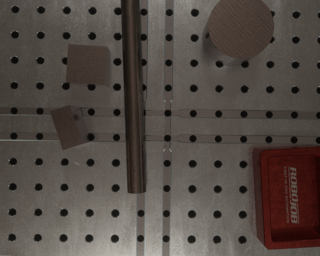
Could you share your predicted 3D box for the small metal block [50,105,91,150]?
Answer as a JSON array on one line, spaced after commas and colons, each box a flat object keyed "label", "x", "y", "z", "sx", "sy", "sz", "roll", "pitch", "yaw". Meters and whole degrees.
[{"label": "small metal block", "x": -0.114, "y": -0.001, "z": 0.399, "sx": 0.025, "sy": 0.050, "sz": 0.050, "roll": -18, "pitch": 90, "yaw": 0}]

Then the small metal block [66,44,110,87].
[{"label": "small metal block", "x": -0.095, "y": -0.082, "z": 0.412, "sx": 0.050, "sy": 0.025, "sz": 0.050, "roll": 3, "pitch": 90, "yaw": -1}]

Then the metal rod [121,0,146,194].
[{"label": "metal rod", "x": -0.036, "y": -0.064, "z": 0.412, "sx": 0.025, "sy": 0.025, "sz": 0.298, "roll": -2, "pitch": 90, "yaw": -1}]

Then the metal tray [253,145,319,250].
[{"label": "metal tray", "x": 0.176, "y": 0.090, "z": 0.413, "sx": 0.091, "sy": 0.030, "sz": 0.129, "roll": -3, "pitch": 90, "yaw": -1}]

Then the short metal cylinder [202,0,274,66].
[{"label": "short metal cylinder", "x": 0.099, "y": -0.124, "z": 0.402, "sx": 0.081, "sy": 0.050, "sz": 0.079, "roll": 0, "pitch": 90, "yaw": -1}]
